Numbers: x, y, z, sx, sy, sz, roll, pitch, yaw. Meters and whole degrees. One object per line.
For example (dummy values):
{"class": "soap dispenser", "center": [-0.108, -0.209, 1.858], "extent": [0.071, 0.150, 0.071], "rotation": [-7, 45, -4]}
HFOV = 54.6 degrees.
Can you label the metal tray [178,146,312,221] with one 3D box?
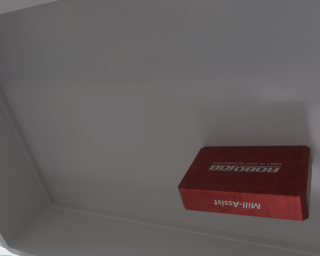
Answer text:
{"class": "metal tray", "center": [0.097, 0.056, 0.350], "extent": [0.130, 0.090, 0.030], "rotation": [-3, 117, 29]}
